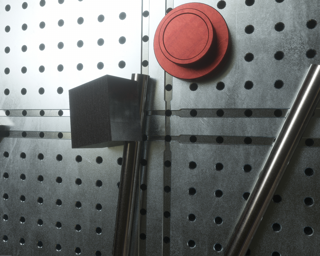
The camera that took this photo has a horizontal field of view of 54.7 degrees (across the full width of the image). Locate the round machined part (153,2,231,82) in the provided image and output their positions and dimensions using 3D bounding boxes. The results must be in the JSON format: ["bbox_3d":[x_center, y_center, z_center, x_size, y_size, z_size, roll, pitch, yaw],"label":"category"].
[{"bbox_3d":[0.037,-0.110,0.390,0.098,0.042,0.097,0,90,19],"label":"round machined part"}]

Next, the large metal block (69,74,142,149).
[{"bbox_3d":[-0.073,-0.017,0.407,0.080,0.050,0.080,-12,80,39],"label":"large metal block"}]

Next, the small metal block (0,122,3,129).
[{"bbox_3d":[-0.299,-0.002,0.516,0.050,0.025,0.050,43,103,14],"label":"small metal block"}]

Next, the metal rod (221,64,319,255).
[{"bbox_3d":[0.126,0.070,0.368,0.025,0.025,0.298,25,98,18],"label":"metal rod"}]

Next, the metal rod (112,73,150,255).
[{"bbox_3d":[-0.043,0.076,0.426,0.025,0.025,0.298,7,92,19],"label":"metal rod"}]
